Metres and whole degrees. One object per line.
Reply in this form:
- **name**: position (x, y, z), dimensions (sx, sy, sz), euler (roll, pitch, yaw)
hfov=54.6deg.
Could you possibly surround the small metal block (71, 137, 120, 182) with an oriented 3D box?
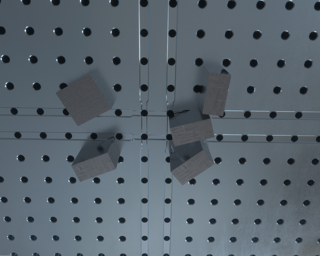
- **small metal block**: position (-0.084, 0.041, 0.415), dimensions (0.050, 0.050, 0.025), euler (-20, 109, 7)

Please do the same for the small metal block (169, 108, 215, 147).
- **small metal block**: position (0.039, -0.003, 0.399), dimensions (0.050, 0.050, 0.025), euler (-14, 110, 5)

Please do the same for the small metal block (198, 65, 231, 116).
- **small metal block**: position (0.066, -0.047, 0.383), dimensions (0.025, 0.050, 0.050), euler (6, 110, -2)

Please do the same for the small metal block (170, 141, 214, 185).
- **small metal block**: position (0.041, 0.042, 0.416), dimensions (0.050, 0.050, 0.025), euler (-36, 106, 12)

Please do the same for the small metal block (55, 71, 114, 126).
- **small metal block**: position (-0.095, -0.038, 0.399), dimensions (0.050, 0.025, 0.050), euler (-27, 108, 9)
